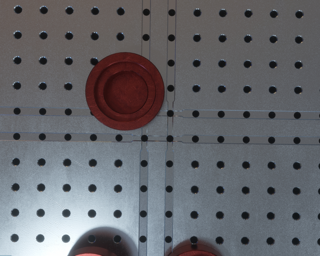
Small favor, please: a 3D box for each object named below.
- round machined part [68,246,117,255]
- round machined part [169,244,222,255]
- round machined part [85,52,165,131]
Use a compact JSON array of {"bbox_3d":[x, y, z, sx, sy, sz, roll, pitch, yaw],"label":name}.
[{"bbox_3d":[-0.089,0.203,0.404,0.099,0.042,0.097,0,90,0],"label":"round machined part"},{"bbox_3d":[0.049,0.208,0.405,0.099,0.042,0.097,0,90,0],"label":"round machined part"},{"bbox_3d":[-0.043,-0.045,0.405,0.099,0.042,0.097,0,90,0],"label":"round machined part"}]
